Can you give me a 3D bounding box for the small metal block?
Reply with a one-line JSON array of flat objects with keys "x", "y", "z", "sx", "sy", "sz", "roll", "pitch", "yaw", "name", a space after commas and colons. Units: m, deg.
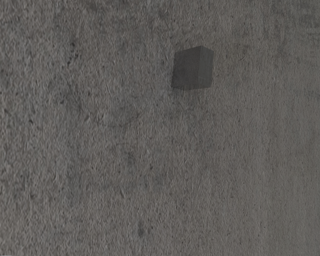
[{"x": 0.044, "y": -0.080, "z": 0.424, "sx": 0.025, "sy": 0.050, "sz": 0.050, "roll": 10, "pitch": 84, "yaw": -40, "name": "small metal block"}]
